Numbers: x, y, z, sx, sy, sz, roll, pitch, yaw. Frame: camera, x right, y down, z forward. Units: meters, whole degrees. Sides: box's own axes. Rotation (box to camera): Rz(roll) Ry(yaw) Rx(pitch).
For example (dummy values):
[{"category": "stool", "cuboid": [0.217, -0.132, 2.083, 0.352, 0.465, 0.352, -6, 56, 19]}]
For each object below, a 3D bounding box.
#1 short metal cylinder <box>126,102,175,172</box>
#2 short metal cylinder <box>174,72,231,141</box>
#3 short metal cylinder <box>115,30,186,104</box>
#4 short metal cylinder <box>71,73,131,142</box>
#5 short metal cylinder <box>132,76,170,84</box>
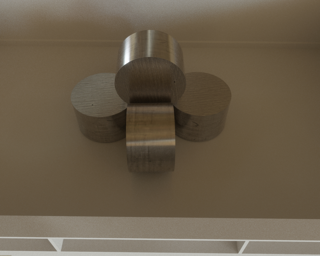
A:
[{"category": "short metal cylinder", "cuboid": [-0.010, 0.011, 0.358, 0.050, 0.080, 0.080, -1, 50, -2]}, {"category": "short metal cylinder", "cuboid": [0.050, -0.029, 0.411, 0.080, 0.050, 0.080, 0, 50, 0]}, {"category": "short metal cylinder", "cuboid": [-0.011, -0.067, 0.366, 0.081, 0.080, 0.050, -1, 50, -1]}, {"category": "short metal cylinder", "cuboid": [-0.071, -0.028, 0.409, 0.080, 0.050, 0.080, 0, 50, 0]}, {"category": "short metal cylinder", "cuboid": [-0.013, -0.088, 0.441, 0.050, 0.080, 0.080, -1, 50, -2]}]
